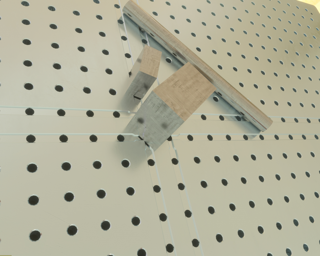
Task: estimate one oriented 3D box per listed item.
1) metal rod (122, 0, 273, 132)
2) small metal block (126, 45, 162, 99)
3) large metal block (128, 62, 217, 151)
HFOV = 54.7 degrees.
[{"bbox_3d":[0.061,-0.100,0.504,0.300,0.025,0.025,41,51,-1],"label":"metal rod"},{"bbox_3d":[-0.022,-0.077,0.429,0.025,0.050,0.050,21,54,-16],"label":"small metal block"},{"bbox_3d":[0.015,-0.027,0.399,0.050,0.080,0.080,45,51,2],"label":"large metal block"}]
